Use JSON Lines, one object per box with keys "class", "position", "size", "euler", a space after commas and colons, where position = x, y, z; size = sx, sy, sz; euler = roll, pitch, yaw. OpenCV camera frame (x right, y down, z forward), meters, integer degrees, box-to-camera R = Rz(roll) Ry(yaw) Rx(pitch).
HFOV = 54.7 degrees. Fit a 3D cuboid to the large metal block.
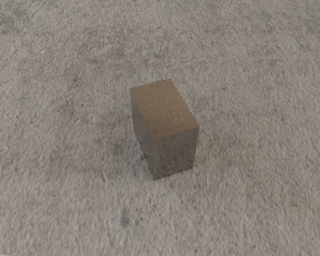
{"class": "large metal block", "position": [0.003, 0.002, 0.366], "size": [0.050, 0.080, 0.080], "euler": [-16, 52, -13]}
